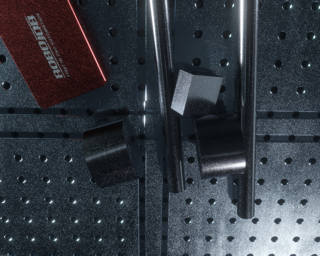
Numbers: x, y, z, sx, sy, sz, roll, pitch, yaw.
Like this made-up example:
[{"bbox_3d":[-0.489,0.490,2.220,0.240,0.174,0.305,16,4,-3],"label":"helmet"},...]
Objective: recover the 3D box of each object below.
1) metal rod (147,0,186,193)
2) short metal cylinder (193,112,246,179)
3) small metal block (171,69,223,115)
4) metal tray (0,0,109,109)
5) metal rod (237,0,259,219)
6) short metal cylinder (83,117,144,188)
[{"bbox_3d":[0.009,-0.052,0.394,0.025,0.025,0.298,-6,110,2],"label":"metal rod"},{"bbox_3d":[0.073,0.022,0.393,0.050,0.080,0.079,-8,110,2],"label":"short metal cylinder"},{"bbox_3d":[0.046,-0.044,0.386,0.050,0.025,0.050,-2,115,-36],"label":"small metal block"},{"bbox_3d":[-0.130,-0.099,0.373,0.090,0.030,0.129,-20,109,7],"label":"metal tray"},{"bbox_3d":[0.115,-0.011,0.411,0.025,0.025,0.298,-5,110,1],"label":"metal rod"},{"bbox_3d":[-0.057,0.031,0.395,0.050,0.080,0.080,-16,110,5],"label":"short metal cylinder"}]
